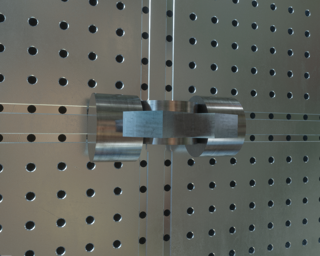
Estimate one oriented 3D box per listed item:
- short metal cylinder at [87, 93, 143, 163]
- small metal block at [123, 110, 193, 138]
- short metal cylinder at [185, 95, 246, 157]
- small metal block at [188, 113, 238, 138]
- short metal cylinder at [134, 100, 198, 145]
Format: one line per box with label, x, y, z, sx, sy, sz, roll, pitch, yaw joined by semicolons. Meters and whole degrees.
short metal cylinder;-0.055;0.000;0.363;0.050;0.080;0.080;1;90;-20
small metal block;-0.001;-0.004;0.312;0.050;0.050;0.025;1;90;-52
short metal cylinder;0.068;-0.002;0.408;0.050;0.080;0.079;1;90;-19
small metal block;0.050;-0.002;0.336;0.050;0.050;0.025;1;90;-51
short metal cylinder;0.007;-0.006;0.386;0.081;0.080;0.050;1;90;-20
